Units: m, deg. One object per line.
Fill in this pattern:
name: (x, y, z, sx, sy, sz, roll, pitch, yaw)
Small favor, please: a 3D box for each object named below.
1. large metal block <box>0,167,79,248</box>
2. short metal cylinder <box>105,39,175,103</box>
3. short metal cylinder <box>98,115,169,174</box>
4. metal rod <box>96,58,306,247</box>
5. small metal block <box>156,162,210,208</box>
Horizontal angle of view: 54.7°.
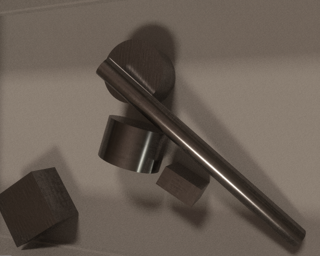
large metal block: (-0.183, 0.115, 0.460, 0.080, 0.050, 0.080, -34, 79, 16)
short metal cylinder: (-0.026, -0.070, 0.405, 0.080, 0.050, 0.079, 0, 90, 19)
short metal cylinder: (-0.032, 0.019, 0.392, 0.080, 0.080, 0.050, 19, 97, 18)
metal rod: (0.046, 0.026, 0.361, 0.300, 0.025, 0.025, 42, 103, 2)
small metal block: (0.030, 0.069, 0.386, 0.050, 0.050, 0.025, 32, 100, 17)
